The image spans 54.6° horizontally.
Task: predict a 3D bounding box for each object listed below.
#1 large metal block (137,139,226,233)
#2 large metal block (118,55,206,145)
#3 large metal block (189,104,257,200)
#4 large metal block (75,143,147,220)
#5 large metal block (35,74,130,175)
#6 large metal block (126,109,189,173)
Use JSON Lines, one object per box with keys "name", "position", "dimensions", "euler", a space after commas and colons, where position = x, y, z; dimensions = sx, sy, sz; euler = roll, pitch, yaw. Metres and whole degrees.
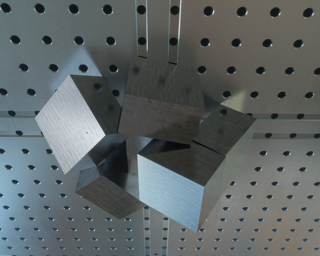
{"name": "large metal block", "position": [0.023, 0.060, 0.355], "dimensions": [0.080, 0.050, 0.080], "euler": [23, 134, 25]}
{"name": "large metal block", "position": [0.001, -0.033, 0.348], "dimensions": [0.080, 0.080, 0.050], "euler": [10, 129, -8]}
{"name": "large metal block", "position": [0.074, 0.030, 0.390], "dimensions": [0.050, 0.080, 0.080], "euler": [26, 136, 28]}
{"name": "large metal block", "position": [-0.062, 0.066, 0.429], "dimensions": [0.050, 0.080, 0.080], "euler": [-33, 123, 24]}
{"name": "large metal block", "position": [-0.089, -0.005, 0.362], "dimensions": [0.080, 0.080, 0.050], "euler": [-41, 163, 29]}
{"name": "large metal block", "position": [-0.001, 0.014, 0.407], "dimensions": [0.080, 0.050, 0.080], "euler": [1, 130, -1]}
